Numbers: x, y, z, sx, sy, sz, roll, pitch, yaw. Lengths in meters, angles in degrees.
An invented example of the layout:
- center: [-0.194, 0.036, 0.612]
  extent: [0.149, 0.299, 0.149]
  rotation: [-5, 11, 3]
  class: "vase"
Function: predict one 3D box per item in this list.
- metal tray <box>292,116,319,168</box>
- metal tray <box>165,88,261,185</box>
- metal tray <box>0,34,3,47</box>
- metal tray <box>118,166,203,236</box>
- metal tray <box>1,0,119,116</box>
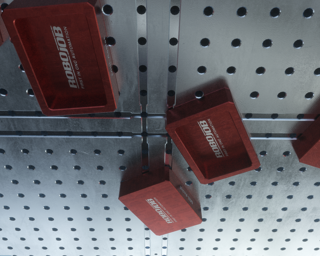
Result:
- center: [0.267, 0.024, 0.431]
  extent: [0.131, 0.030, 0.089]
  rotation: [17, 128, -14]
  class: "metal tray"
- center: [0.074, 0.017, 0.423]
  extent: [0.090, 0.030, 0.130]
  rotation: [-21, 127, 17]
  class: "metal tray"
- center: [-0.215, -0.133, 0.293]
  extent: [0.091, 0.030, 0.129]
  rotation: [3, 130, -3]
  class: "metal tray"
- center: [0.003, 0.125, 0.515]
  extent: [0.090, 0.030, 0.130]
  rotation: [-23, 127, 18]
  class: "metal tray"
- center: [-0.102, -0.075, 0.343]
  extent: [0.090, 0.030, 0.129]
  rotation: [-4, 130, 3]
  class: "metal tray"
